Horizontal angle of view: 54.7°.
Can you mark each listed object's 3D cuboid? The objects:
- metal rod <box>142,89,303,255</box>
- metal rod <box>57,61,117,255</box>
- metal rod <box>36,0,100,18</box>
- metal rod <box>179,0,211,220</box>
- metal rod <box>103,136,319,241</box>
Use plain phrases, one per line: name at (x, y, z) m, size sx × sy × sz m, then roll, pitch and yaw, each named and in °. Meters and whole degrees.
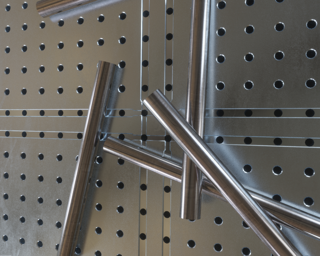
metal rod at (0.087, 0.077, 0.348) m, size 0.025 × 0.025 × 0.300 m, roll -41°, pitch 90°, yaw 15°
metal rod at (-0.108, 0.053, 0.449) m, size 0.025 × 0.025 × 0.298 m, roll 15°, pitch 95°, yaw 19°
metal rod at (-0.040, -0.204, 0.425) m, size 0.301 × 0.025 × 0.025 m, roll -9°, pitch 87°, yaw 19°
metal rod at (0.045, -0.042, 0.380) m, size 0.025 × 0.025 × 0.298 m, roll 2°, pitch 85°, yaw 19°
metal rod at (0.062, 0.071, 0.390) m, size 0.301 × 0.025 × 0.025 m, roll 20°, pitch 97°, yaw 18°
